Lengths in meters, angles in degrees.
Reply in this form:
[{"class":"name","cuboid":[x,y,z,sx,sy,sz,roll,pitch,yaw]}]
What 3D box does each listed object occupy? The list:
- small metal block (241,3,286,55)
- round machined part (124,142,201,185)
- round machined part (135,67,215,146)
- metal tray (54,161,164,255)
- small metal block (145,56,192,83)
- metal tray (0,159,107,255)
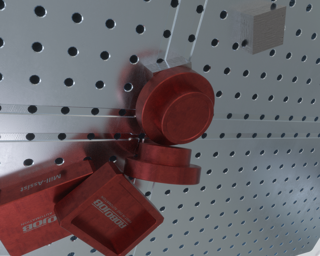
[{"class":"small metal block","cuboid":[0.134,-0.130,0.404,0.050,0.025,0.050,-21,127,-16]},{"class":"round machined part","cuboid":[0.005,0.043,0.401,0.099,0.098,0.042,9,87,-32]},{"class":"round machined part","cuboid":[0.024,-0.019,0.369,0.099,0.042,0.097,-14,125,-21]},{"class":"metal tray","cuboid":[-0.060,0.113,0.405,0.090,0.030,0.130,-40,132,-7]},{"class":"small metal block","cuboid":[0.012,-0.056,0.383,0.050,0.025,0.050,-19,126,-18]},{"class":"metal tray","cuboid":[-0.138,0.102,0.396,0.131,0.030,0.089,-19,126,-17]}]
